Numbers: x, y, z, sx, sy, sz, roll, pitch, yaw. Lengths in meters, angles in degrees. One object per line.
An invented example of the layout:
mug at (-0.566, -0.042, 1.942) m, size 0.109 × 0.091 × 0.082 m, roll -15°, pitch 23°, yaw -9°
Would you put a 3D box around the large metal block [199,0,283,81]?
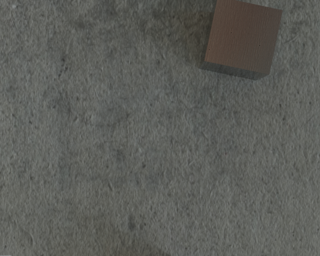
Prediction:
large metal block at (0.101, -0.112, 0.399) m, size 0.080 × 0.050 × 0.080 m, roll 12°, pitch 90°, yaw -1°
